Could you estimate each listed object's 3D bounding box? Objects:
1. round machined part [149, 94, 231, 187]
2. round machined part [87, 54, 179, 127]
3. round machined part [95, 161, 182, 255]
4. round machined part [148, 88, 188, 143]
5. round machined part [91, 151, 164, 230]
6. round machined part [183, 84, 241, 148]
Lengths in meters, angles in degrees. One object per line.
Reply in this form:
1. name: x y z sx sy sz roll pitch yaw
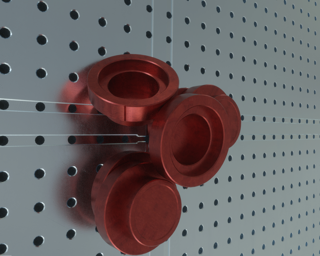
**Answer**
1. round machined part: 0.028 0.011 0.337 0.099 0.042 0.097 -8 103 -36
2. round machined part: -0.030 -0.039 0.347 0.099 0.098 0.042 -34 147 -35
3. round machined part: -0.015 0.085 0.329 0.099 0.042 0.097 0 90 -40
4. round machined part: 0.036 -0.003 0.400 0.099 0.042 0.097 0 90 -40
5. round machined part: -0.024 0.076 0.350 0.099 0.042 0.097 0 90 -40
6. round machined part: 0.066 -0.007 0.397 0.099 0.042 0.097 1 89 -40
